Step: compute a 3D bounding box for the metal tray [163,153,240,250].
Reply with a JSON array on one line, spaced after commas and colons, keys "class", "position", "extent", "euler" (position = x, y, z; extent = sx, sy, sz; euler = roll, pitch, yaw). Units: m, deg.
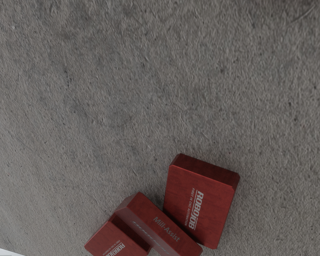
[{"class": "metal tray", "position": [0.053, 0.107, 0.442], "extent": [0.090, 0.030, 0.129], "euler": [18, 126, 17]}]

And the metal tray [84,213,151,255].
[{"class": "metal tray", "position": [-0.079, 0.218, 0.580], "extent": [0.090, 0.030, 0.129], "euler": [40, 129, 0]}]

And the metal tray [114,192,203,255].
[{"class": "metal tray", "position": [-0.006, 0.160, 0.484], "extent": [0.130, 0.030, 0.090], "euler": [43, 152, -2]}]
